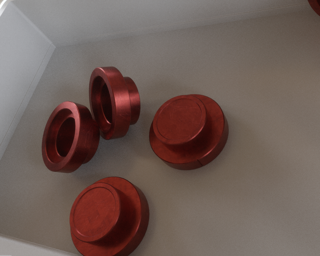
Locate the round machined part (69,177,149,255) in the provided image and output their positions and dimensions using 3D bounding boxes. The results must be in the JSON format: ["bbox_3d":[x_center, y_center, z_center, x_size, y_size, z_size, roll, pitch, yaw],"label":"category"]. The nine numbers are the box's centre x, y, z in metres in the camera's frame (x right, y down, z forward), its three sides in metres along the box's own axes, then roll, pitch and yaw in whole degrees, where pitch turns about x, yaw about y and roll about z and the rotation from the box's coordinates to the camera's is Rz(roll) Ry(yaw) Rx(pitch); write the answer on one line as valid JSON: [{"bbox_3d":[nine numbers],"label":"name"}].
[{"bbox_3d":[-0.066,0.103,0.365,0.098,0.042,0.098,-13,56,20],"label":"round machined part"}]

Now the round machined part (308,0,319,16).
[{"bbox_3d":[0.217,-0.152,0.336,0.098,0.098,0.042,31,88,37],"label":"round machined part"}]

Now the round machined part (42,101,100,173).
[{"bbox_3d":[-0.122,0.015,0.434,0.098,0.042,0.098,-15,68,41],"label":"round machined part"}]

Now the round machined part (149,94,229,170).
[{"bbox_3d":[0.030,-0.001,0.379,0.098,0.042,0.098,-13,56,20],"label":"round machined part"}]

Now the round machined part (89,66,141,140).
[{"bbox_3d":[-0.060,-0.035,0.424,0.042,0.097,0.098,-10,44,-30],"label":"round machined part"}]
